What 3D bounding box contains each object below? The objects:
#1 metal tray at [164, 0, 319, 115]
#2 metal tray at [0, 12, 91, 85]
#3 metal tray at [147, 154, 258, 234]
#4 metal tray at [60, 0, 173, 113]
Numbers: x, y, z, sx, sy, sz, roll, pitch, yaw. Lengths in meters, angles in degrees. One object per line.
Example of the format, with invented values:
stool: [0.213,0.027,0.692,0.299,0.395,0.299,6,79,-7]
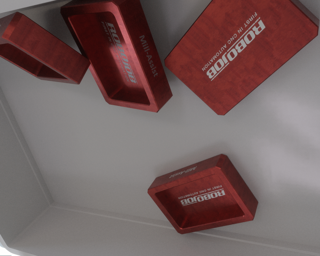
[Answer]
metal tray: [0.076,-0.084,0.313,0.090,0.030,0.129,43,129,-2]
metal tray: [-0.153,-0.090,0.369,0.090,0.030,0.130,33,168,-40]
metal tray: [0.057,0.097,0.435,0.130,0.030,0.090,-27,104,37]
metal tray: [-0.046,-0.081,0.348,0.090,0.030,0.129,12,138,38]
